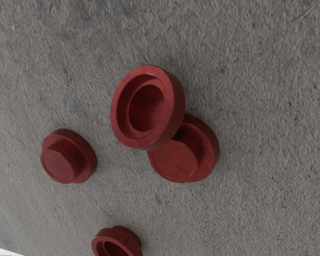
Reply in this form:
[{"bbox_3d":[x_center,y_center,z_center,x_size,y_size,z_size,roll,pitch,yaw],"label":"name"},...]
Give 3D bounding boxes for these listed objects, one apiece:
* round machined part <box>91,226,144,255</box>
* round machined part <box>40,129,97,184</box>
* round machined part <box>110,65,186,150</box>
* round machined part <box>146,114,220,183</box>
[{"bbox_3d":[-0.073,0.220,0.571,0.098,0.042,0.097,13,124,21],"label":"round machined part"},{"bbox_3d":[-0.157,0.053,0.512,0.098,0.042,0.097,13,124,21],"label":"round machined part"},{"bbox_3d":[-0.010,-0.022,0.367,0.098,0.042,0.098,-10,74,37],"label":"round machined part"},{"bbox_3d":[0.024,0.032,0.403,0.098,0.042,0.097,13,124,21],"label":"round machined part"}]
